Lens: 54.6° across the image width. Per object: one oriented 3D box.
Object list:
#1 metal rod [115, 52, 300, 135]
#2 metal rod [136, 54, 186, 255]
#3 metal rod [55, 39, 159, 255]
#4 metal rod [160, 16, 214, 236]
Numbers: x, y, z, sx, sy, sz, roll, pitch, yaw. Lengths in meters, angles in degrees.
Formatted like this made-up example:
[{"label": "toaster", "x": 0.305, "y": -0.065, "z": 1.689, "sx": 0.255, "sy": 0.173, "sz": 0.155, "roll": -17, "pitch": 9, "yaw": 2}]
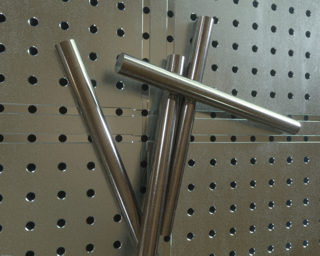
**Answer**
[{"label": "metal rod", "x": 0.083, "y": -0.037, "z": 0.420, "sx": 0.302, "sy": 0.025, "sz": 0.025, "roll": 16, "pitch": 85, "yaw": -28}, {"label": "metal rod", "x": 0.000, "y": 0.051, "z": 0.395, "sx": 0.025, "sy": 0.025, "sz": 0.299, "roll": 13, "pitch": 79, "yaw": -20}, {"label": "metal rod", "x": -0.062, "y": 0.038, "z": 0.389, "sx": 0.025, "sy": 0.025, "sz": 0.299, "roll": -23, "pitch": 98, "yaw": -19}, {"label": "metal rod", "x": 0.033, "y": -0.006, "z": 0.424, "sx": 0.025, "sy": 0.025, "sz": 0.299, "roll": 13, "pitch": 86, "yaw": -20}]
